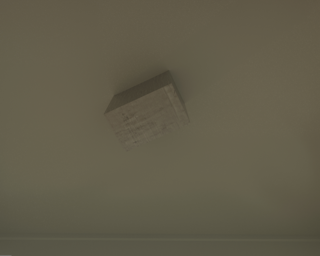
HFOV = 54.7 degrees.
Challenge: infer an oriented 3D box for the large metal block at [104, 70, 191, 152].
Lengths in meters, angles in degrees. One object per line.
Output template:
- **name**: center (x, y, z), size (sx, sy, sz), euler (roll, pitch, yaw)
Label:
- **large metal block**: center (-0.014, -0.024, 0.373), size (0.080, 0.080, 0.050), euler (-24, 109, 8)
